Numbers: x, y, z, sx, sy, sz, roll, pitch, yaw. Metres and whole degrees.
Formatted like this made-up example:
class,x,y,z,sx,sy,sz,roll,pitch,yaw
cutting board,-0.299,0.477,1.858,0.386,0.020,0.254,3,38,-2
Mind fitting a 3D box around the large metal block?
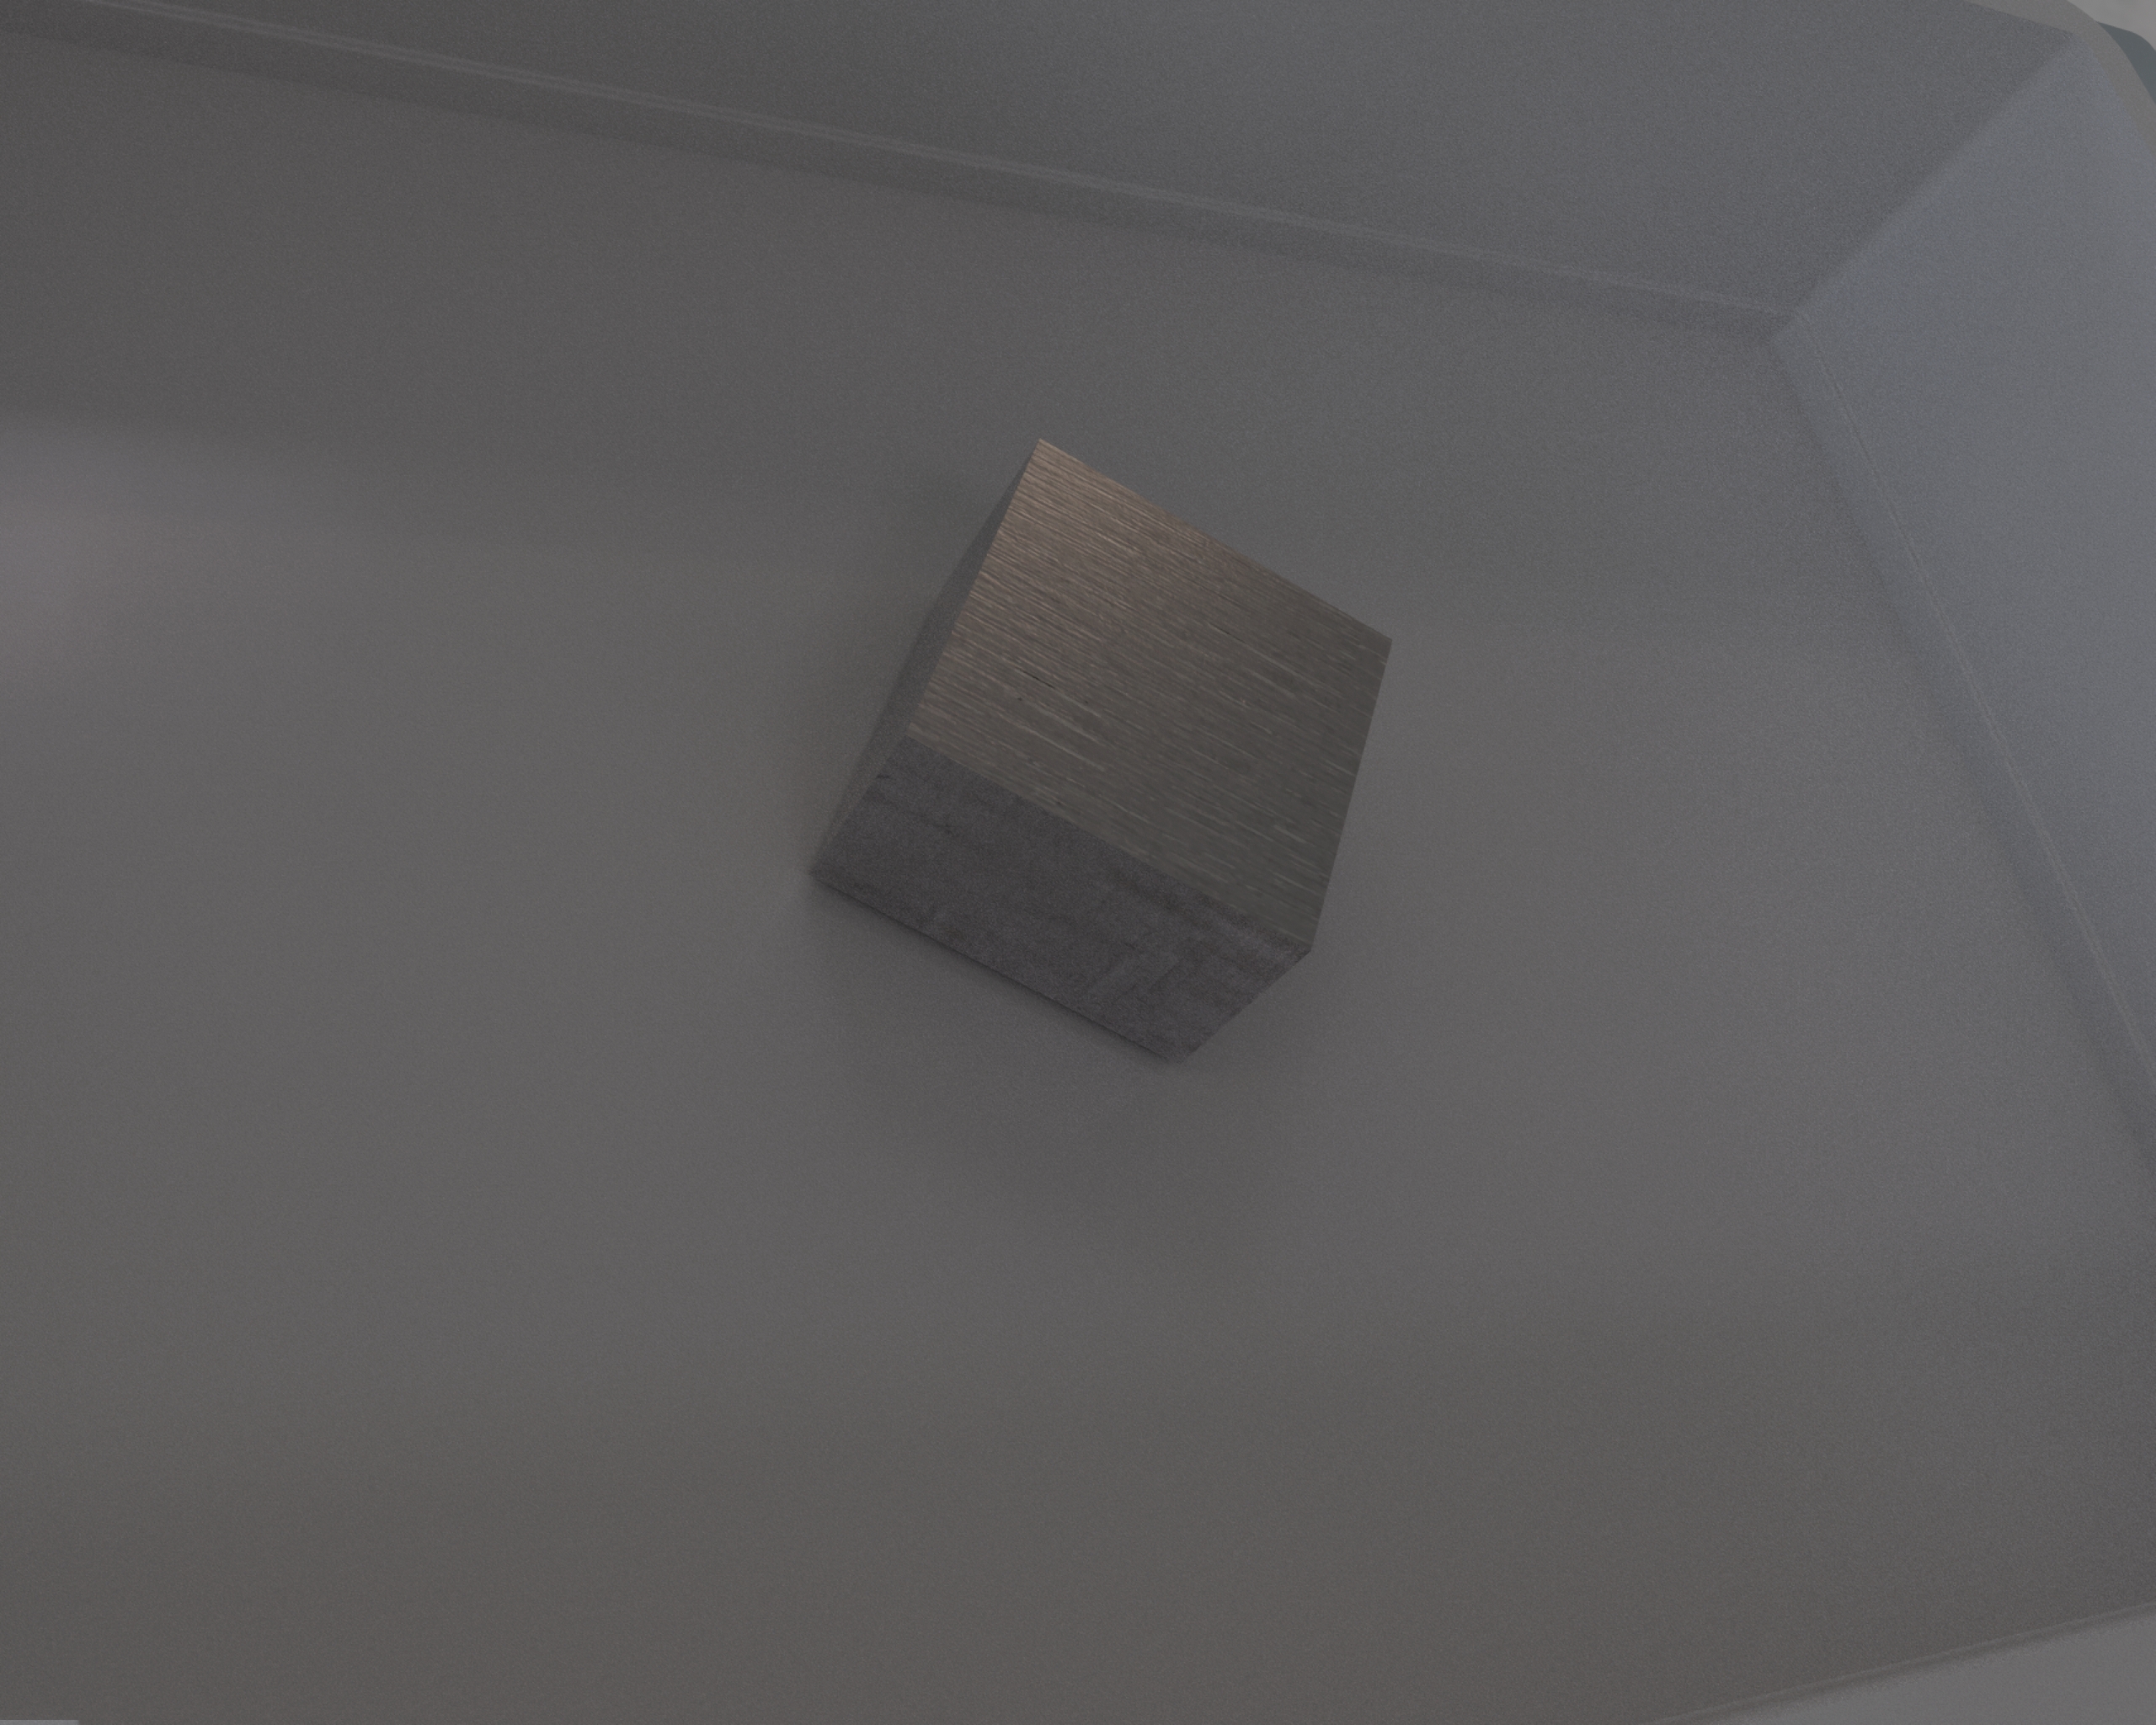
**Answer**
class,x,y,z,sx,sy,sz,roll,pitch,yaw
large metal block,0.006,-0.021,0.401,0.080,0.050,0.080,28,52,-11
